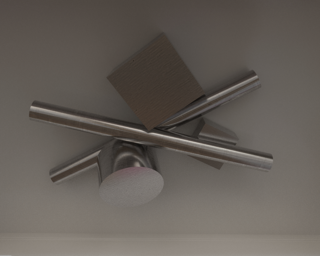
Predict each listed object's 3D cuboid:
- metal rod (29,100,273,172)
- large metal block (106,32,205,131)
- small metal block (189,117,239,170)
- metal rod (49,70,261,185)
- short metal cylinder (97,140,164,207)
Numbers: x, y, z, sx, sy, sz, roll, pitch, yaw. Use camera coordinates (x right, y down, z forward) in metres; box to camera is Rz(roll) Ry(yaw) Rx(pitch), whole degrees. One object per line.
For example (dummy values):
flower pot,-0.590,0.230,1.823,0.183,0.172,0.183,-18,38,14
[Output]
metal rod,-0.006,0.012,0.387,0.302,0.025,0.025,13,110,-5
large metal block,-0.004,-0.057,0.375,0.080,0.050,0.080,-34,107,11
small metal block,0.069,0.021,0.417,0.050,0.025,0.050,25,108,-10
metal rod,-0.013,0.003,0.410,0.301,0.025,0.025,-26,108,8
short metal cylinder,-0.040,0.058,0.402,0.081,0.050,0.079,-8,133,-9
